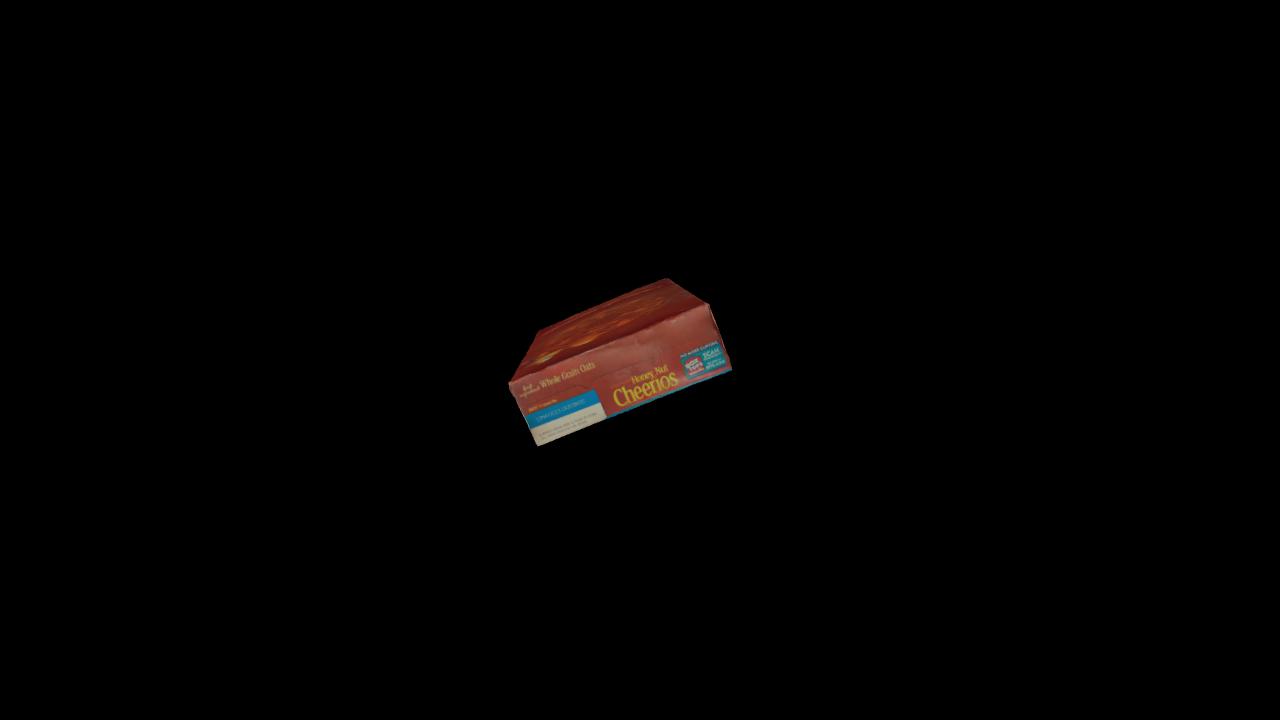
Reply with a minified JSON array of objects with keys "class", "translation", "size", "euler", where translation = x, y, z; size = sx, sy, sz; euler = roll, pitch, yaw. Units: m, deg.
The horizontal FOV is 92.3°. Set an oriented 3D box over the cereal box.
[{"class":"cereal box","translation":[-0.028,-0.014,0.713],"size":[0.203,0.081,0.306],"euler":[-22,13,0]}]
